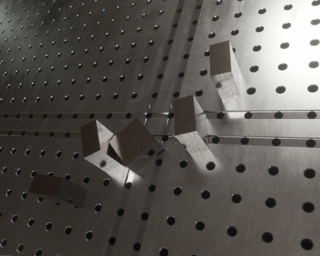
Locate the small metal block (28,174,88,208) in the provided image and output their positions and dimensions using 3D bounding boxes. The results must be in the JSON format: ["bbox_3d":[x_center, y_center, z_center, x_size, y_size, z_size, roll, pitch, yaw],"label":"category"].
[{"bbox_3d":[-0.134,0.083,0.409,0.050,0.050,0.025,2,63,28],"label":"small metal block"}]

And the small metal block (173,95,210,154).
[{"bbox_3d":[0.038,-0.003,0.373,0.025,0.050,0.050,-14,56,20],"label":"small metal block"}]

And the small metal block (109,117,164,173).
[{"bbox_3d":[-0.032,0.022,0.410,0.050,0.025,0.050,-41,51,-1],"label":"small metal block"}]

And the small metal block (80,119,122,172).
[{"bbox_3d":[-0.079,0.025,0.417,0.025,0.050,0.050,-26,53,12],"label":"small metal block"}]

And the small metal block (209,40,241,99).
[{"bbox_3d":[0.083,-0.073,0.393,0.025,0.050,0.050,-10,58,23],"label":"small metal block"}]
